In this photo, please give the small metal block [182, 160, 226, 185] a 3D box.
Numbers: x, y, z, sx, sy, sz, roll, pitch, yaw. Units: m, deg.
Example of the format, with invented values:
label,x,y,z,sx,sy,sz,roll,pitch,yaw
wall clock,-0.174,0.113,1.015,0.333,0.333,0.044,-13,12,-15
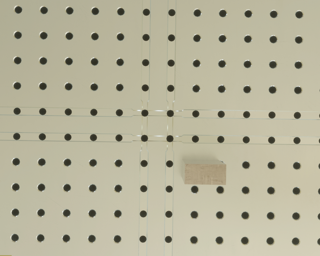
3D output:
label,x,y,z,sx,sy,sz,roll,pitch,yaw
small metal block,0.055,0.056,0.401,0.050,0.050,0.025,1,90,0
